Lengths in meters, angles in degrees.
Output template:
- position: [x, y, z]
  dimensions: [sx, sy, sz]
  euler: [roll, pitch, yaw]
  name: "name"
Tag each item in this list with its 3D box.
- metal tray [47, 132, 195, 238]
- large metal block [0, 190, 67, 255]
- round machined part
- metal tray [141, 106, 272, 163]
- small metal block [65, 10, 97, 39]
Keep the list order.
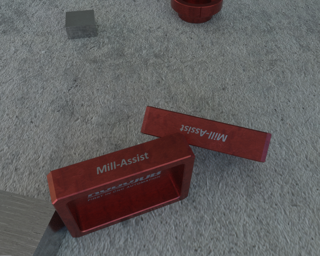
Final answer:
- position: [-0.034, 0.059, 0.310]
  dimensions: [0.131, 0.089, 0.030]
  euler: [-17, 53, -14]
  name: "metal tray"
- position: [-0.145, 0.110, 0.293]
  dimensions: [0.080, 0.050, 0.080]
  euler: [11, 51, 9]
  name: "large metal block"
- position: [0.069, -0.236, 0.592]
  dimensions: [0.099, 0.042, 0.098]
  euler: [0, 50, 0]
  name: "round machined part"
- position: [0.053, 0.006, 0.358]
  dimensions: [0.131, 0.090, 0.030]
  euler: [13, 92, 10]
  name: "metal tray"
- position: [-0.142, -0.187, 0.559]
  dimensions: [0.050, 0.025, 0.050]
  euler: [-8, 51, -7]
  name: "small metal block"
